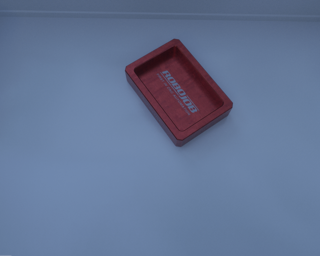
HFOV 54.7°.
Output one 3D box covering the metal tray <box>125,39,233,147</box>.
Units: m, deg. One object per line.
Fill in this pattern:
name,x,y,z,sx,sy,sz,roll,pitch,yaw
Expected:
metal tray,0.024,-0.051,0.425,0.090,0.030,0.130,-33,74,-12
